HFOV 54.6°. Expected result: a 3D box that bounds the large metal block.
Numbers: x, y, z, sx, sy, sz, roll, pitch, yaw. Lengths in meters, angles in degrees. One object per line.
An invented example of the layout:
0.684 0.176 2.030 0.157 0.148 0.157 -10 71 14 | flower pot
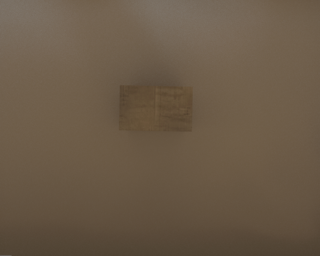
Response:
-0.005 -0.022 0.382 0.080 0.080 0.050 1 90 0 | large metal block
